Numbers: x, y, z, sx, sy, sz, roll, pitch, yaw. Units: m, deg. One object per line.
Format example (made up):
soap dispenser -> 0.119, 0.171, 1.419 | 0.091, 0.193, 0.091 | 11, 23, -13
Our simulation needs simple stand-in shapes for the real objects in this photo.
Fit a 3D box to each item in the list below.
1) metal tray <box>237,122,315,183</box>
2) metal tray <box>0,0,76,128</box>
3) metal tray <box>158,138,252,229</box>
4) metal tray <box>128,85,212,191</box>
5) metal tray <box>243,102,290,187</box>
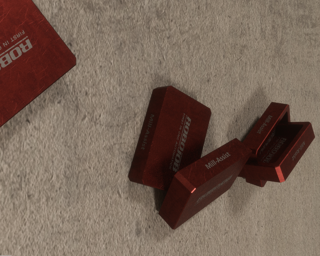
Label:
metal tray -> 0.191, 0.036, 0.525 | 0.131, 0.090, 0.030 | -39, 114, -33
metal tray -> -0.151, -0.056, 0.275 | 0.130, 0.030, 0.090 | -50, 120, -28
metal tray -> 0.063, 0.074, 0.423 | 0.131, 0.030, 0.089 | -23, 144, -39
metal tray -> 0.017, 0.019, 0.418 | 0.090, 0.030, 0.130 | 25, 74, -38
metal tray -> 0.188, 0.027, 0.542 | 0.131, 0.030, 0.090 | -46, 132, -30
